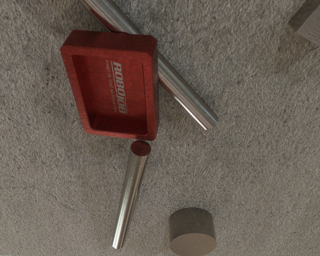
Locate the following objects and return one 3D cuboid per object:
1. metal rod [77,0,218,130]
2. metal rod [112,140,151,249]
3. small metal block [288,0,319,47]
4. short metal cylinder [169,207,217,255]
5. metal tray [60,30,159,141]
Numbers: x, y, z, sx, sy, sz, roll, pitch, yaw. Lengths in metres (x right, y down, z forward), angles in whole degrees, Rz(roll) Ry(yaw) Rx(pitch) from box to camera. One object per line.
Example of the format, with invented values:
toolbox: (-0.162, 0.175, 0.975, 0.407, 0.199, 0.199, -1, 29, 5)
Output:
metal rod: (-0.031, -0.095, 0.325, 0.025, 0.025, 0.300, -32, 124, 24)
metal rod: (-0.052, 0.122, 0.485, 0.025, 0.025, 0.298, 8, 137, -7)
small metal block: (0.170, -0.112, 0.315, 0.050, 0.025, 0.050, 22, 127, -19)
short metal cylinder: (0.057, 0.186, 0.550, 0.081, 0.050, 0.079, 0, 130, 0)
metal tray: (-0.049, -0.042, 0.346, 0.090, 0.030, 0.129, 6, 139, 7)
